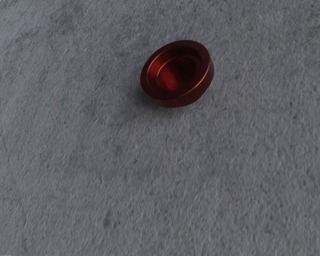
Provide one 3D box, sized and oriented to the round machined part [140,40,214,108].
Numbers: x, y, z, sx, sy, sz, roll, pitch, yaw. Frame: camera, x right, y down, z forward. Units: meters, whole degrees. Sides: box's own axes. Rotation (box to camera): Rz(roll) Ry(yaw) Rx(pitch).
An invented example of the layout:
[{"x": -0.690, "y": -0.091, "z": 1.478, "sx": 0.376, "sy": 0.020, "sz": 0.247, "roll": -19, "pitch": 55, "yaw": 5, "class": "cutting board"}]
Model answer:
[{"x": 0.026, "y": -0.068, "z": 0.420, "sx": 0.098, "sy": 0.042, "sz": 0.098, "roll": -13, "pitch": 56, "yaw": 20, "class": "round machined part"}]
